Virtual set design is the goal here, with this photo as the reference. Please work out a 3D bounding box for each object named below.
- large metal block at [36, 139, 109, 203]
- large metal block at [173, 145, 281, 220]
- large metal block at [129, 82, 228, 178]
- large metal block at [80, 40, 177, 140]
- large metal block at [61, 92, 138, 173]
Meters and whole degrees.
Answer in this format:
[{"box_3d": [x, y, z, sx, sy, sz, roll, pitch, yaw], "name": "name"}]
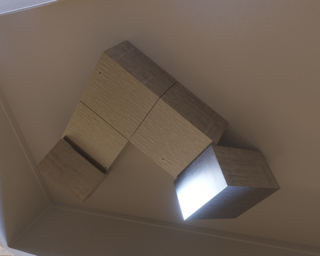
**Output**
[{"box_3d": [-0.127, 0.064, 0.469, 0.080, 0.050, 0.080, 39, 172, 1], "name": "large metal block"}, {"box_3d": [0.076, 0.067, 0.364, 0.081, 0.050, 0.080, 9, 138, -31], "name": "large metal block"}, {"box_3d": [0.022, 0.005, 0.381, 0.080, 0.050, 0.080, 39, 129, 1], "name": "large metal block"}, {"box_3d": [-0.040, -0.046, 0.383, 0.080, 0.050, 0.080, 39, 129, 1], "name": "large metal block"}, {"box_3d": [-0.079, 0.002, 0.434, 0.080, 0.050, 0.080, 39, 129, 1], "name": "large metal block"}]
